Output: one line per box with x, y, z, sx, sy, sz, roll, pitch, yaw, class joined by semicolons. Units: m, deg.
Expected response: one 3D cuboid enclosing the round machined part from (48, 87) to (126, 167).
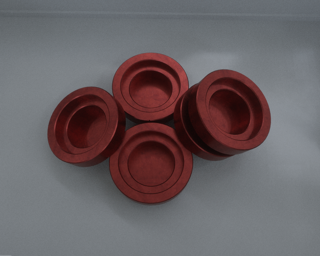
-0.086;0.001;0.387;0.098;0.042;0.098;-7;68;19;round machined part

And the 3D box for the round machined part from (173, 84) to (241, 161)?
0.061;-0.006;0.390;0.099;0.042;0.098;8;68;-21;round machined part

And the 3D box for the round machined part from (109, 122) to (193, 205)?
-0.010;0.045;0.381;0.099;0.042;0.098;0;70;0;round machined part

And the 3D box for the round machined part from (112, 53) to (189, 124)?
-0.012;-0.048;0.416;0.099;0.042;0.098;0;70;0;round machined part

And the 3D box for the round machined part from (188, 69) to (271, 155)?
0.077;-0.016;0.364;0.099;0.042;0.098;8;68;-21;round machined part
